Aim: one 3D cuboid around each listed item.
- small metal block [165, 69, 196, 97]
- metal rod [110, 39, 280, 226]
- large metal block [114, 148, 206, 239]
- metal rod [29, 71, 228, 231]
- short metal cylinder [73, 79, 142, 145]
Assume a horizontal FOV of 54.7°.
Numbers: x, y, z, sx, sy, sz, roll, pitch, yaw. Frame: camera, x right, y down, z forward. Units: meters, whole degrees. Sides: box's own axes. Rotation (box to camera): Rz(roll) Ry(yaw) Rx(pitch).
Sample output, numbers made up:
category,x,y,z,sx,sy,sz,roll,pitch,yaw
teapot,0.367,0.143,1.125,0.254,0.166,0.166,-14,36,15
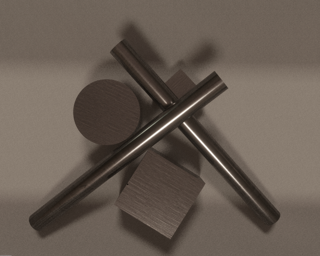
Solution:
category,x,y,z,sx,sy,sz,roll,pitch,yaw
small metal block,0.025,-0.042,0.412,0.050,0.025,0.050,-43,91,0
metal rod,0.050,0.011,0.391,0.025,0.025,0.300,-43,99,0
large metal block,0.000,0.080,0.399,0.080,0.050,0.080,32,90,-1
metal rod,-0.047,0.036,0.378,0.300,0.025,0.025,-38,91,13
short metal cylinder,-0.064,-0.019,0.398,0.081,0.050,0.079,0,90,-1
